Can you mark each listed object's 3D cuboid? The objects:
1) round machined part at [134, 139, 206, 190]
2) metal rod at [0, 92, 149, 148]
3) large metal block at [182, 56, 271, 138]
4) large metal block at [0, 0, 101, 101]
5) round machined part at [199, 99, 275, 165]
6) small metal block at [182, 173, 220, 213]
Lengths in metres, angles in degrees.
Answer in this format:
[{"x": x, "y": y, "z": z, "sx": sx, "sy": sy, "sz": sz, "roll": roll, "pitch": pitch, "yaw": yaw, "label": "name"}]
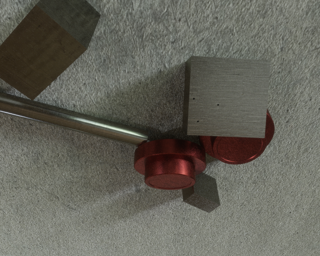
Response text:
[{"x": 0.014, "y": 0.055, "z": 0.422, "sx": 0.099, "sy": 0.042, "sz": 0.098, "roll": 0, "pitch": 152, "yaw": 0, "label": "round machined part"}, {"x": -0.162, "y": -0.023, "z": 0.386, "sx": 0.302, "sy": 0.025, "sz": 0.025, "roll": 15, "pitch": 129, "yaw": -13, "label": "metal rod"}, {"x": 0.069, "y": -0.033, "z": 0.339, "sx": 0.081, "sy": 0.050, "sz": 0.079, "roll": 2, "pitch": 95, "yaw": -3, "label": "large metal block"}, {"x": -0.108, "y": -0.086, "z": 0.297, "sx": 0.080, "sy": 0.080, "sz": 0.050, "roll": -34, "pitch": 122, "yaw": 25, "label": "large metal block"}, {"x": 0.100, "y": 0.010, "z": 0.406, "sx": 0.099, "sy": 0.042, "sz": 0.097, "roll": 0, "pitch": 130, "yaw": 0, "label": "round machined part"}, {"x": 0.061, "y": 0.094, "z": 0.471, "sx": 0.050, "sy": 0.050, "sz": 0.025, "roll": 29, "pitch": 124, "yaw": -22, "label": "small metal block"}]
